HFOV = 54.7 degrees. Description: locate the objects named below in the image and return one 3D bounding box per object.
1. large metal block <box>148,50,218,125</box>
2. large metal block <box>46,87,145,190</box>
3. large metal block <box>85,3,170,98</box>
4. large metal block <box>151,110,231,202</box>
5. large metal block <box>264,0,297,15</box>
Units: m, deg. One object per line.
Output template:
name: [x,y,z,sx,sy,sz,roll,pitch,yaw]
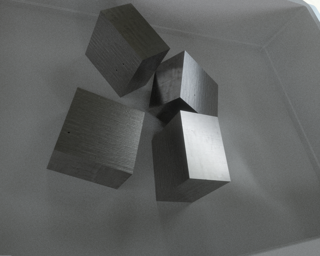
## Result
large metal block: [0.035,-0.042,0.417,0.080,0.050,0.080,37,46,-36]
large metal block: [-0.069,0.013,0.345,0.080,0.050,0.080,21,54,-17]
large metal block: [-0.046,-0.101,0.409,0.050,0.080,0.080,-34,81,-38]
large metal block: [0.032,0.037,0.367,0.050,0.080,0.080,9,58,-24]
large metal block: [0.298,-0.334,0.760,0.080,0.050,0.080,47,51,4]
